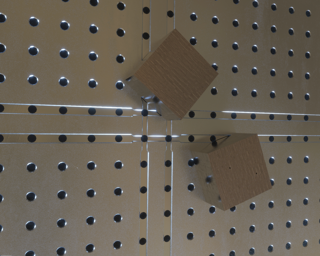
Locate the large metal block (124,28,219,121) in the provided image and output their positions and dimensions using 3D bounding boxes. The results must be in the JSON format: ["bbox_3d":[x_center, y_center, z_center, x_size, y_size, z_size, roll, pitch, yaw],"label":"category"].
[{"bbox_3d":[0.014,-0.066,0.404,0.080,0.050,0.080,43,77,-15],"label":"large metal block"}]

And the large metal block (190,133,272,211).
[{"bbox_3d":[0.100,0.058,0.436,0.081,0.050,0.080,-19,97,-19],"label":"large metal block"}]
